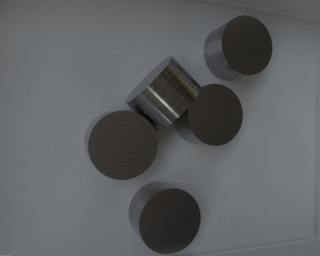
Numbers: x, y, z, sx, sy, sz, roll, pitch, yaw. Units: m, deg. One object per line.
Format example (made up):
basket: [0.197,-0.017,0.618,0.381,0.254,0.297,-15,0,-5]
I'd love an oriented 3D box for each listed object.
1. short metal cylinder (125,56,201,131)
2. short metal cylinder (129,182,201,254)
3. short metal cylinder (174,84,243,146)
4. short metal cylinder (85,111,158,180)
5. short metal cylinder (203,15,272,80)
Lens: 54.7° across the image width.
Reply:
short metal cylinder: [0.003,-0.043,0.382,0.050,0.080,0.080,44,76,-15]
short metal cylinder: [0.005,0.113,0.399,0.081,0.050,0.080,0,90,-20]
short metal cylinder: [0.064,-0.017,0.420,0.081,0.050,0.080,0,90,-20]
short metal cylinder: [-0.049,0.019,0.377,0.081,0.050,0.079,-1,93,-18]
short metal cylinder: [0.109,-0.111,0.437,0.081,0.050,0.080,0,90,-20]
